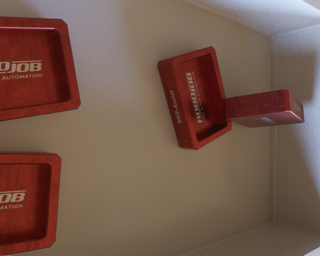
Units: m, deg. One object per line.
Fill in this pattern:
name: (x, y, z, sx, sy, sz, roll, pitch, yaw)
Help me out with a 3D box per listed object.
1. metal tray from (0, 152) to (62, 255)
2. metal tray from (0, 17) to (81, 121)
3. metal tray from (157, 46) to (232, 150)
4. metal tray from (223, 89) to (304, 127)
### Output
metal tray: (-0.158, 0.065, 0.270, 0.131, 0.030, 0.089, 5, 87, -40)
metal tray: (-0.145, -0.052, 0.281, 0.131, 0.030, 0.089, -14, 99, -39)
metal tray: (0.054, -0.044, 0.447, 0.091, 0.030, 0.129, -26, 106, -37)
metal tray: (0.163, -0.025, 0.475, 0.131, 0.090, 0.030, 11, 75, -57)
